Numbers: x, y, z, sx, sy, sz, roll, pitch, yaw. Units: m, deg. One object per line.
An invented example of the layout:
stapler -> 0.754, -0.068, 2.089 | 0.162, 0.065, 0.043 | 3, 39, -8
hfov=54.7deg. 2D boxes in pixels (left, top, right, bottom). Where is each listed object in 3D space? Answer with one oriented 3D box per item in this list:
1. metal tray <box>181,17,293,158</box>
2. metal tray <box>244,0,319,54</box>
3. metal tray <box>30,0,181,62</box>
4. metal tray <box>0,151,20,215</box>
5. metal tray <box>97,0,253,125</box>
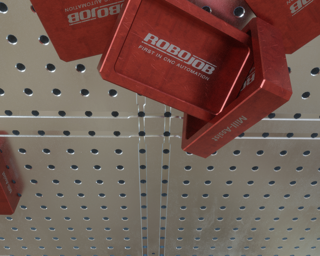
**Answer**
metal tray -> 0.070, -0.036, 0.318 | 0.030, 0.090, 0.129 | 21, 143, -19
metal tray -> 0.151, -0.143, 0.289 | 0.130, 0.030, 0.090 | -36, 122, 26
metal tray -> -0.052, -0.123, 0.303 | 0.131, 0.030, 0.090 | -11, 130, 9
metal tray -> -0.281, 0.083, 0.475 | 0.091, 0.030, 0.129 | 2, 130, -2
metal tray -> 0.019, -0.066, 0.290 | 0.131, 0.030, 0.090 | 21, 100, -21
